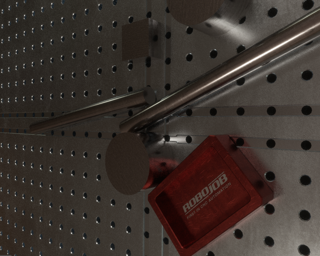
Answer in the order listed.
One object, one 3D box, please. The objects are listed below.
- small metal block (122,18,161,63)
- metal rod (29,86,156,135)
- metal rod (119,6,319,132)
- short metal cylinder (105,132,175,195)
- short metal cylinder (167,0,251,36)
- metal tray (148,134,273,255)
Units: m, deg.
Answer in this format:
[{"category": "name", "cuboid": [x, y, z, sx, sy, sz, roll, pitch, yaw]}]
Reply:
[{"category": "small metal block", "cuboid": [-0.026, -0.119, 0.429, 0.050, 0.025, 0.050, 0, 90, 39]}, {"category": "metal rod", "cuboid": [-0.129, -0.022, 0.512, 0.300, 0.025, 0.025, -11, 83, 39]}, {"category": "metal rod", "cuboid": [0.059, -0.053, 0.359, 0.299, 0.025, 0.025, -27, 73, 36]}, {"category": "short metal cylinder", "cuboid": [-0.027, 0.045, 0.414, 0.080, 0.050, 0.079, 0, 90, 39]}, {"category": "short metal cylinder", "cuboid": [0.055, -0.150, 0.347, 0.080, 0.050, 0.079, 0, 90, 39]}, {"category": "metal tray", "cuboid": [0.052, 0.080, 0.361, 0.129, 0.030, 0.090, -48, 62, 29]}]
